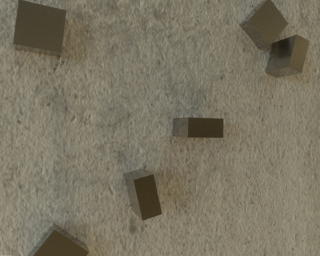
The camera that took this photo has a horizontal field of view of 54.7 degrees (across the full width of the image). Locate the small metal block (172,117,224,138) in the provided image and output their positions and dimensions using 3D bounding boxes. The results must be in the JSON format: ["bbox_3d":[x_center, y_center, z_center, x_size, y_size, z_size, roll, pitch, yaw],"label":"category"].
[{"bbox_3d":[0.050,0.000,0.415,0.050,0.050,0.025,1,90,-20],"label":"small metal block"}]

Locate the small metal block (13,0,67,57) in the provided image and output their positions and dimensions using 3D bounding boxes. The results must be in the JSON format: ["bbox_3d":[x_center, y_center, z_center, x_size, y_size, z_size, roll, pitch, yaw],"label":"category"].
[{"bbox_3d":[-0.138,-0.113,0.358,0.050,0.025,0.050,7,88,-20],"label":"small metal block"}]

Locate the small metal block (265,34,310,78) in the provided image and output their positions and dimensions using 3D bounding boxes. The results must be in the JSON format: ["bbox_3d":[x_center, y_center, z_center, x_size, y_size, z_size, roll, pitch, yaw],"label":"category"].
[{"bbox_3d":[0.192,-0.107,0.468,0.025,0.050,0.050,18,84,-20],"label":"small metal block"}]

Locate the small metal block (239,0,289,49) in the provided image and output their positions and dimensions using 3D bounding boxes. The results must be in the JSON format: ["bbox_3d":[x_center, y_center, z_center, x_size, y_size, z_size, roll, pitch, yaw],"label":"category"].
[{"bbox_3d":[0.158,-0.157,0.469,0.050,0.025,0.050,45,76,-15],"label":"small metal block"}]

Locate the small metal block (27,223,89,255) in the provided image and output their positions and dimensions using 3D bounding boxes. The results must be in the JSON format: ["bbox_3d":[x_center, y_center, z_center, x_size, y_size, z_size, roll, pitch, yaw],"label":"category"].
[{"bbox_3d":[-0.121,0.150,0.365,0.050,0.025,0.050,41,77,-16],"label":"small metal block"}]

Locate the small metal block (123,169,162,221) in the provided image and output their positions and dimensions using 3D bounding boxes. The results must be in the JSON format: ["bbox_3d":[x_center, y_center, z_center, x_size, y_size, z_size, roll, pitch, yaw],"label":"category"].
[{"bbox_3d":[-0.023,0.082,0.388,0.025,0.050,0.050,-14,95,-20],"label":"small metal block"}]
